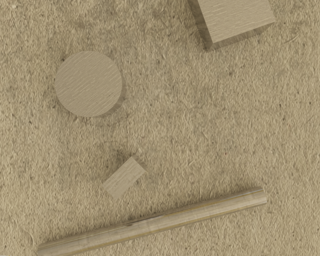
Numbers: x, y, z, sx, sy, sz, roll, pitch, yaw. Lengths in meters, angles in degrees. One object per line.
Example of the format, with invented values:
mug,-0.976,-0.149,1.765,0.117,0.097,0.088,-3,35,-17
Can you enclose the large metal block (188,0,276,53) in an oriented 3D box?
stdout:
large metal block,0.088,-0.153,0.399,0.080,0.050,0.080,-20,90,-1

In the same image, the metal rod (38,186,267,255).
metal rod,-0.009,0.127,0.409,0.302,0.025,0.025,-15,90,-1

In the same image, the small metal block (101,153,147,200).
small metal block,-0.044,0.060,0.397,0.050,0.050,0.025,-44,91,0

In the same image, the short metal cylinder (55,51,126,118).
short metal cylinder,-0.086,-0.053,0.396,0.081,0.050,0.079,0,90,-1
